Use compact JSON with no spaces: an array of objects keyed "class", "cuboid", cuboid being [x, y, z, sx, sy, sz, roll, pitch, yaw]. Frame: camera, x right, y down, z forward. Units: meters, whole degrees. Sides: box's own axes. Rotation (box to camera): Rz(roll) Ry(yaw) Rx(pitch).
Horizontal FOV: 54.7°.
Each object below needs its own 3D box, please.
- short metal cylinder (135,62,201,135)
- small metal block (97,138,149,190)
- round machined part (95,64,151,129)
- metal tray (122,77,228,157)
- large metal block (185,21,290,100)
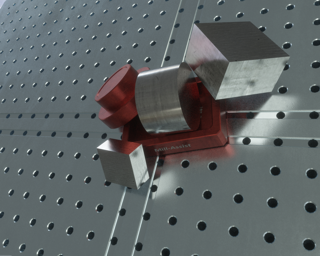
[{"class":"short metal cylinder","cuboid":[0.012,-0.033,0.366,0.050,0.080,0.080,-8,58,23]},{"class":"small metal block","cuboid":[-0.045,0.043,0.381,0.050,0.050,0.025,8,31,32]},{"class":"round machined part","cuboid":[-0.051,-0.049,0.425,0.098,0.042,0.098,-36,26,21]},{"class":"metal tray","cuboid":[0.017,-0.014,0.402,0.130,0.030,0.090,-10,57,22]},{"class":"large metal block","cuboid":[0.087,-0.083,0.367,0.081,0.050,0.080,-10,49,-22]}]
